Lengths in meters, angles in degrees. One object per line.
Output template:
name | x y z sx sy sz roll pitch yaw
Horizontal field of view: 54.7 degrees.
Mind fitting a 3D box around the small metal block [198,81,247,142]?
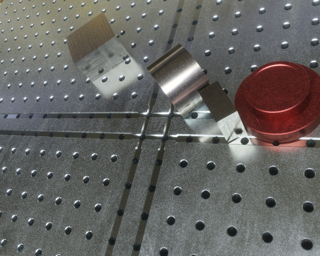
small metal block | 0.074 -0.019 0.364 0.025 0.050 0.050 -30 52 9

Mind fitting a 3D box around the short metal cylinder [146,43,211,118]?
short metal cylinder | 0.026 -0.060 0.395 0.050 0.080 0.080 -37 51 4

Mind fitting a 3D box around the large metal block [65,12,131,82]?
large metal block | -0.107 -0.139 0.532 0.080 0.050 0.080 -32 52 7

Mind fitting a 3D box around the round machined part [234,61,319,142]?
round machined part | 0.133 -0.036 0.349 0.098 0.042 0.098 -13 56 20
